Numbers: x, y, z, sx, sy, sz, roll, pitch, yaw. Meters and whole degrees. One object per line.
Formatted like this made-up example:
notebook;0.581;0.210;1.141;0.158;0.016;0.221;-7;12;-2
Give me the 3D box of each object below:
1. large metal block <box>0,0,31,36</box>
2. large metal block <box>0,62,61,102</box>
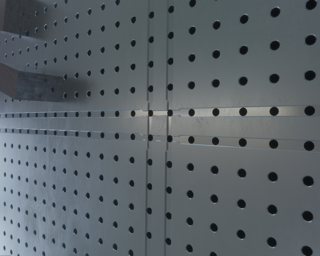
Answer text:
large metal block;-0.324;-0.243;0.663;0.080;0.050;0.080;16;100;39
large metal block;-0.246;-0.085;0.579;0.080;0.081;0.050;24;105;37
